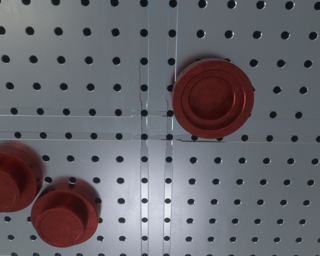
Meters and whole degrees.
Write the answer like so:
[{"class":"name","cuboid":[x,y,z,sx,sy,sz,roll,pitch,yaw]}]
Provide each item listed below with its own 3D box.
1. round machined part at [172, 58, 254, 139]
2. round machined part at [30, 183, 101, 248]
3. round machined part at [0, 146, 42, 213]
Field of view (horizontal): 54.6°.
[{"class":"round machined part","cuboid":[0.064,-0.039,0.390,0.099,0.042,0.097,0,110,0]},{"class":"round machined part","cuboid":[-0.140,0.134,0.453,0.099,0.042,0.097,0,110,0]},{"class":"round machined part","cuboid":[-0.221,0.078,0.431,0.099,0.042,0.097,0,110,0]}]
